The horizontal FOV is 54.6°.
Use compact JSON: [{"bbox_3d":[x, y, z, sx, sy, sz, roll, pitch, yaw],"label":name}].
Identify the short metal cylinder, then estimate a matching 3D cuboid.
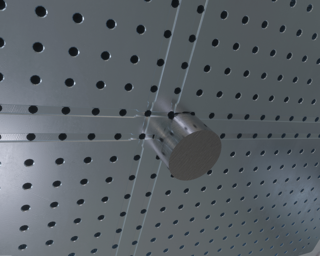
[{"bbox_3d":[0.037,0.026,0.430,0.081,0.050,0.080,-14,124,-21],"label":"short metal cylinder"}]
